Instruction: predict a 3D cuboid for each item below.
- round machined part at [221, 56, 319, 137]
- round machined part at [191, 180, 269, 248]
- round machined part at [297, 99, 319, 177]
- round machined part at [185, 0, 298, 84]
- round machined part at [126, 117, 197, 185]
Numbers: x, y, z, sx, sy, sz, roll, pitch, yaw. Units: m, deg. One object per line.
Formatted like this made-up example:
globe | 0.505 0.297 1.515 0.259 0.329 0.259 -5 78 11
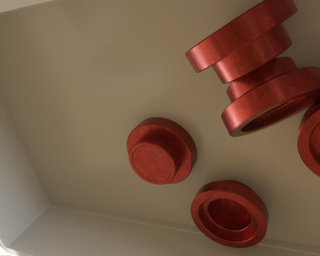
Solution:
round machined part | 0.104 -0.031 0.296 0.098 0.099 0.042 -35 69 38
round machined part | 0.094 0.109 0.415 0.098 0.042 0.097 13 124 20
round machined part | 0.189 0.006 0.302 0.098 0.042 0.097 13 124 20
round machined part | 0.075 -0.074 0.274 0.098 0.099 0.042 -27 99 37
round machined part | -0.003 0.038 0.421 0.098 0.042 0.097 13 124 20
